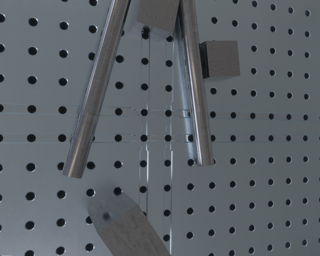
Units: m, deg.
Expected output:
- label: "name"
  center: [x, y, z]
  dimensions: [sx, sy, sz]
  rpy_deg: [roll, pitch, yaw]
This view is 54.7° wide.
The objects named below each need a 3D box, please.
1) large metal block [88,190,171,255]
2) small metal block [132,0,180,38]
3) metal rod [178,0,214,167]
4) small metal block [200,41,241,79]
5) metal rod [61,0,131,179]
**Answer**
- label: "large metal block"
  center: [-0.037, 0.128, 0.370]
  dimensions: [0.050, 0.080, 0.080]
  rpy_deg: [-34, 101, -17]
- label: "small metal block"
  center: [-0.005, -0.153, 0.410]
  dimensions: [0.050, 0.025, 0.050]
  rpy_deg: [12, 86, -20]
- label: "metal rod"
  center: [0.045, -0.096, 0.428]
  dimensions: [0.025, 0.025, 0.298]
  rpy_deg: [-8, 93, -20]
- label: "small metal block"
  center: [0.084, -0.097, 0.443]
  dimensions: [0.050, 0.025, 0.050]
  rpy_deg: [-7, 92, -20]
- label: "metal rod"
  center: [-0.069, -0.086, 0.386]
  dimensions: [0.025, 0.025, 0.299]
  rpy_deg: [16, 85, -19]
